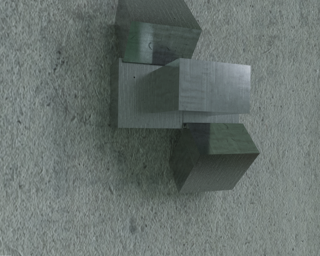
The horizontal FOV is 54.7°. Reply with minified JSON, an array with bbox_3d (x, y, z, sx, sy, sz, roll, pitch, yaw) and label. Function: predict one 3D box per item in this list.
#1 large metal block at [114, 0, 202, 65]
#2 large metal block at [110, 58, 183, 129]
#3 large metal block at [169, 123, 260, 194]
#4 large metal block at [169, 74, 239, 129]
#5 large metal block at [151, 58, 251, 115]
[{"bbox_3d":[-0.006,-0.121,0.373,0.081,0.050,0.080,1,46,-20],"label":"large metal block"},{"bbox_3d":[-0.018,-0.040,0.389,0.081,0.050,0.079,1,90,-21],"label":"large metal block"},{"bbox_3d":[0.066,0.039,0.400,0.081,0.079,0.050,0,46,-21],"label":"large metal block"},{"bbox_3d":[0.058,-0.040,0.418,0.081,0.050,0.079,1,90,-21],"label":"large metal block"},{"bbox_3d":[0.042,-0.041,0.345,0.081,0.080,0.050,1,90,-20],"label":"large metal block"}]
